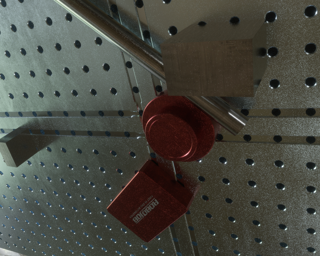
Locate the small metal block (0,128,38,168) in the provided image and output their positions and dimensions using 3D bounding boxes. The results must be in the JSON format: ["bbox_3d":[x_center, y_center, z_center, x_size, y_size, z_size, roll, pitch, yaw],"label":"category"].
[{"bbox_3d":[-0.251,0.033,0.545,0.025,0.050,0.050,3,120,26],"label":"small metal block"}]

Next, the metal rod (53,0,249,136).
[{"bbox_3d":[-0.028,-0.092,0.359,0.300,0.025,0.025,37,129,5],"label":"metal rod"}]

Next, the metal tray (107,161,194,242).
[{"bbox_3d":[-0.019,0.120,0.491,0.090,0.030,0.129,39,129,1],"label":"metal tray"}]

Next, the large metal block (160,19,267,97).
[{"bbox_3d":[0.057,-0.070,0.302,0.080,0.080,0.050,4,120,26],"label":"large metal block"}]

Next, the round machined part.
[{"bbox_3d":[0.021,0.003,0.390,0.098,0.042,0.097,13,124,20],"label":"round machined part"}]
